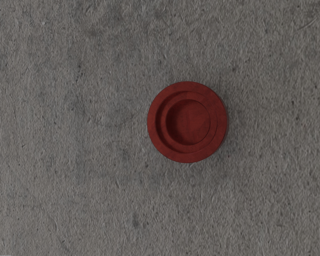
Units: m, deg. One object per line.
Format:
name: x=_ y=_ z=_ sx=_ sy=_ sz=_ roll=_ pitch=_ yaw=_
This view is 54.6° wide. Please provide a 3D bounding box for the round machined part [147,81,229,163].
round machined part: x=0.037 y=-0.007 z=0.387 sx=0.098 sy=0.042 sz=0.097 roll=0 pitch=90 yaw=20
